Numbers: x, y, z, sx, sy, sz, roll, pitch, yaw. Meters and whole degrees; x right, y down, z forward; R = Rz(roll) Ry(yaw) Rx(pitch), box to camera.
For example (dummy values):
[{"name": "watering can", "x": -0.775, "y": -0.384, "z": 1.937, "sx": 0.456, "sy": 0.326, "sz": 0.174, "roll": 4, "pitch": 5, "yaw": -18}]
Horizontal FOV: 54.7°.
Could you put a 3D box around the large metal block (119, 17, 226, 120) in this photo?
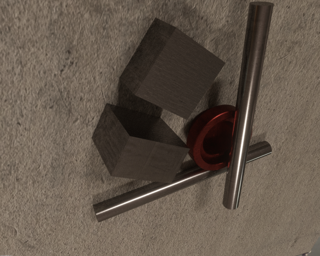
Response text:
[{"name": "large metal block", "x": 0.014, "y": -0.067, "z": 0.359, "sx": 0.080, "sy": 0.050, "sz": 0.080, "roll": 23, "pitch": 106, "yaw": -37}]

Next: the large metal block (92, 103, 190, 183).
[{"name": "large metal block", "x": -0.025, "y": 0.018, "z": 0.370, "sx": 0.081, "sy": 0.080, "sz": 0.050, "roll": 14, "pitch": 111, "yaw": -34}]

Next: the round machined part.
[{"name": "round machined part", "x": 0.081, "y": 0.010, "z": 0.448, "sx": 0.099, "sy": 0.042, "sz": 0.097, "roll": -14, "pitch": 124, "yaw": -21}]

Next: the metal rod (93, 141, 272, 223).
[{"name": "metal rod", "x": 0.046, "y": 0.077, "z": 0.481, "sx": 0.302, "sy": 0.025, "sz": 0.025, "roll": -18, "pitch": 126, "yaw": -19}]

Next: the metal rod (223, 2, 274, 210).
[{"name": "metal rod", "x": 0.110, "y": -0.007, "z": 0.410, "sx": 0.025, "sy": 0.025, "sz": 0.298, "roll": -14, "pitch": 124, "yaw": -21}]
